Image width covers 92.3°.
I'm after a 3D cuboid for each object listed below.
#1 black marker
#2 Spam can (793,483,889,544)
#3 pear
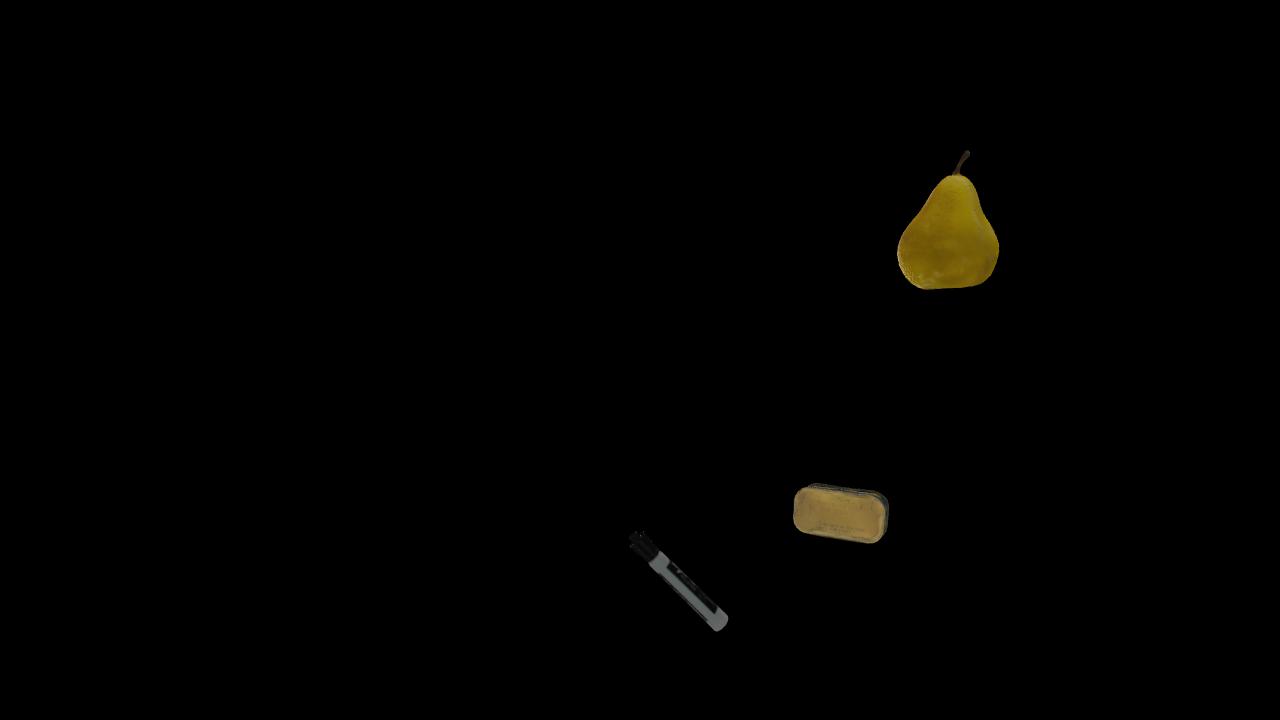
[{"bbox_3d":[0.035,0.205,0.574,0.020,0.121,0.020,-44,5,5],"label":"black marker"},{"bbox_3d":[0.233,0.176,0.712,0.101,0.058,0.085,3,-9,23],"label":"Spam can"},{"bbox_3d":[0.260,-0.116,0.522,0.080,0.111,0.080,-4,4,0],"label":"pear"}]
